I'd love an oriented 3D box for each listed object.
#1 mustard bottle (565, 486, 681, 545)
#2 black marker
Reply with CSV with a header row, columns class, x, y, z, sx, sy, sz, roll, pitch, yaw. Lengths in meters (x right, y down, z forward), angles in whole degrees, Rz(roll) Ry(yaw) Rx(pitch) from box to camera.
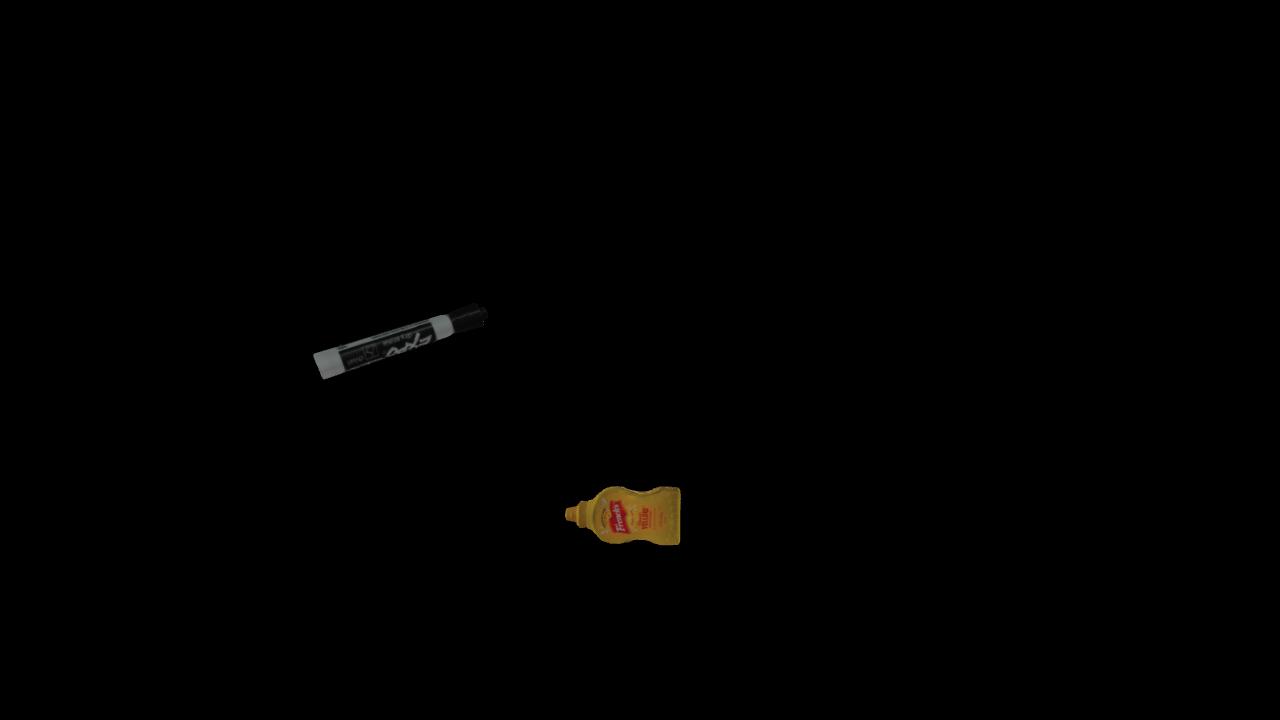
class,x,y,z,sx,sy,sz,roll,pitch,yaw
mustard bottle,-0.028,0.246,0.976,0.184,0.092,0.054,0,4,3
black marker,-0.168,-0.016,0.442,0.121,0.020,0.020,-22,10,-26
